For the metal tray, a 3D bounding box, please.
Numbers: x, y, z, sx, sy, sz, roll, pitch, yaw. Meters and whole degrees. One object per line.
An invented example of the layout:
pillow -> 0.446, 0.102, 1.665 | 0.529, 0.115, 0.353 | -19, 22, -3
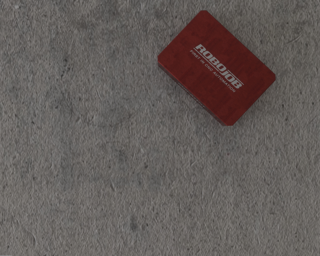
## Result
metal tray -> 0.072, -0.076, 0.408 | 0.130, 0.030, 0.090 | 43, 90, 0
